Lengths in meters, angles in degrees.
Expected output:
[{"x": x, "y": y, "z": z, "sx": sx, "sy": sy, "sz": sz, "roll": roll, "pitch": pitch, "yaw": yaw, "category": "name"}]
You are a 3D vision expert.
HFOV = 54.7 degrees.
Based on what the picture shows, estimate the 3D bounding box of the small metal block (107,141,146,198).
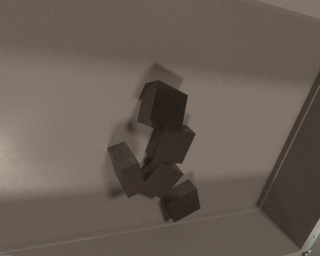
[{"x": -0.044, "y": 0.054, "z": 0.403, "sx": 0.025, "sy": 0.050, "sz": 0.050, "roll": -22, "pitch": 127, "yaw": -16, "category": "small metal block"}]

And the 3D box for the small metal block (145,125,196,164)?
[{"x": 0.014, "y": 0.020, "z": 0.431, "sx": 0.050, "sy": 0.025, "sz": 0.050, "roll": 9, "pitch": 114, "yaw": -33, "category": "small metal block"}]

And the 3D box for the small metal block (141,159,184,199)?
[{"x": -0.002, "y": 0.070, "z": 0.453, "sx": 0.050, "sy": 0.025, "sz": 0.050, "roll": 34, "pitch": 99, "yaw": -39, "category": "small metal block"}]

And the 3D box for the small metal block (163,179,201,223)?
[{"x": 0.035, "y": 0.119, "z": 0.504, "sx": 0.050, "sy": 0.025, "sz": 0.050, "roll": -24, "pitch": 128, "yaw": -14, "category": "small metal block"}]

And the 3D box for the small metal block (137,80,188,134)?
[{"x": 0.004, "y": -0.025, "z": 0.382, "sx": 0.050, "sy": 0.025, "sz": 0.050, "roll": 22, "pitch": 73, "yaw": -37, "category": "small metal block"}]
